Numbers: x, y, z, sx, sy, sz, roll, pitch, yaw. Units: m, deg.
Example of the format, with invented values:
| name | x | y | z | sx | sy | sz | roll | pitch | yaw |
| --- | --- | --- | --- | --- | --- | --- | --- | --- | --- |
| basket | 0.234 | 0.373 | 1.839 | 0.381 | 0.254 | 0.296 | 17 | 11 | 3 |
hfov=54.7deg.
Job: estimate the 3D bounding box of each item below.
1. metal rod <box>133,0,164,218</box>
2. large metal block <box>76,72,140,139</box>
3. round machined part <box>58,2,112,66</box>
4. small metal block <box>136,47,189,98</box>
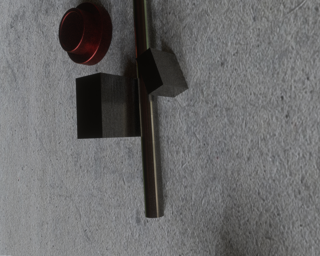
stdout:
| name | x | y | z | sx | sy | sz | roll | pitch | yaw |
| --- | --- | --- | --- | --- | --- | --- | --- | --- | --- |
| metal rod | -0.016 | -0.033 | 0.416 | 0.025 | 0.025 | 0.298 | -6 | 86 | 39 |
| large metal block | -0.064 | -0.027 | 0.420 | 0.050 | 0.081 | 0.080 | -4 | 88 | 40 |
| round machined part | -0.125 | -0.152 | 0.494 | 0.098 | 0.042 | 0.097 | 0 | 90 | 39 |
| small metal block | 0.003 | -0.067 | 0.384 | 0.025 | 0.050 | 0.050 | -30 | 72 | 36 |
